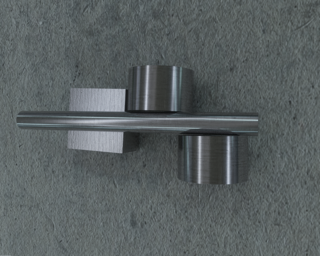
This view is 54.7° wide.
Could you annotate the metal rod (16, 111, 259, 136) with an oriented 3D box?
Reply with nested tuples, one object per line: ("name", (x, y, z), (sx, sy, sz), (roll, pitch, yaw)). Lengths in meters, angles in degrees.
("metal rod", (-0.041, -0.007, 0.369), (0.301, 0.025, 0.025), (1, 91, 18))

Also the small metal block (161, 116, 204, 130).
("small metal block", (0.034, -0.005, 0.383), (0.050, 0.050, 0.025), (1, 91, 19))

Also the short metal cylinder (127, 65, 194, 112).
("short metal cylinder", (0.001, -0.045, 0.381), (0.080, 0.080, 0.050), (2, 91, 19))

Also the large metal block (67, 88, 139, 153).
("large metal block", (-0.074, -0.011, 0.418), (0.080, 0.050, 0.079), (3, 91, 19))

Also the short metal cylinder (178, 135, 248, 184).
("short metal cylinder", (0.061, 0.033, 0.359), (0.080, 0.080, 0.050), (0, 90, 19))
